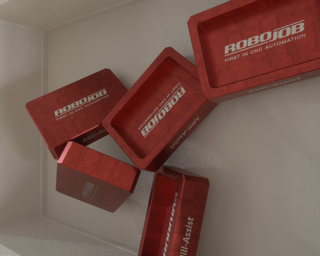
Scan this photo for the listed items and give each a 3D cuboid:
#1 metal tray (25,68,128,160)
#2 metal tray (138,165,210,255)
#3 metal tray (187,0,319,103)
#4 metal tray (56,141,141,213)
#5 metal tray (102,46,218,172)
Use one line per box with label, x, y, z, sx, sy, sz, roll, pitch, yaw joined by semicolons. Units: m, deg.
metal tray;-0.106;-0.024;0.431;0.090;0.131;0.030;49;157;29
metal tray;0.011;0.112;0.353;0.090;0.030;0.129;-177;99;-70
metal tray;0.099;-0.084;0.300;0.130;0.030;0.090;-14;80;23
metal tray;-0.086;0.070;0.404;0.129;0.090;0.030;126;166;-59
metal tray;0.001;-0.022;0.375;0.130;0.030;0.090;-48;61;7
